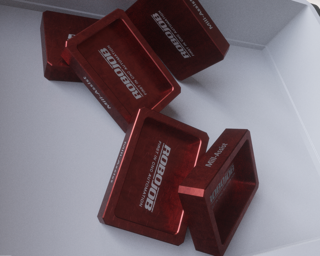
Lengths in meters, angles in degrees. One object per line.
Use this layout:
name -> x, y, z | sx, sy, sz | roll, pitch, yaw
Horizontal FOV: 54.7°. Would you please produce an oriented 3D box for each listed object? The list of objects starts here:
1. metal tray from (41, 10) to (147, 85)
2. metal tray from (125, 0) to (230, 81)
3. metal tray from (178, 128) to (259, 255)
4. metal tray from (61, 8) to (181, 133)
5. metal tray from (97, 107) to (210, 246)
metal tray -> -0.088, -0.105, 0.419 | 0.131, 0.030, 0.090 | 0, 62, -28
metal tray -> 0.024, -0.137, 0.436 | 0.130, 0.090, 0.030 | 48, 49, -20
metal tray -> 0.075, 0.069, 0.361 | 0.131, 0.030, 0.089 | -41, 123, -44
metal tray -> -0.045, -0.069, 0.385 | 0.090, 0.030, 0.130 | -44, 104, -26
metal tray -> -0.004, 0.052, 0.344 | 0.090, 0.030, 0.130 | 23, 70, -16
